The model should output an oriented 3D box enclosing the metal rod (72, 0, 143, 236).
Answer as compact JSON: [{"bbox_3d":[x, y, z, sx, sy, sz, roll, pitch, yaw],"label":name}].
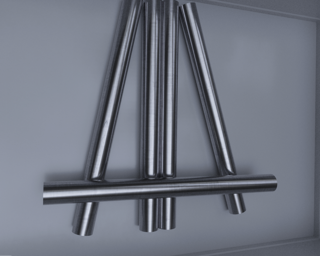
[{"bbox_3d":[-0.064,-0.019,0.386,0.025,0.025,0.298,13,86,-20],"label":"metal rod"}]

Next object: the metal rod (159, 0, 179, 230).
[{"bbox_3d":[0.011,-0.018,0.413,0.025,0.025,0.298,1,90,-20],"label":"metal rod"}]

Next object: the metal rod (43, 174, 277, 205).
[{"bbox_3d":[0.016,0.074,0.387,0.302,0.025,0.025,1,90,-20],"label":"metal rod"}]

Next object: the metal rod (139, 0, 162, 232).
[{"bbox_3d":[-0.012,-0.017,0.405,0.025,0.025,0.298,1,90,-20],"label":"metal rod"}]

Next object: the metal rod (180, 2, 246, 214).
[{"bbox_3d":[0.075,-0.023,0.437,0.025,0.025,0.298,-17,96,-19],"label":"metal rod"}]
